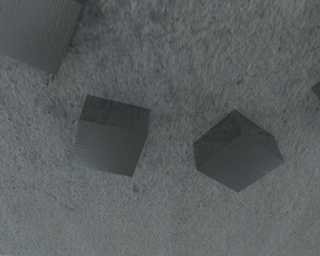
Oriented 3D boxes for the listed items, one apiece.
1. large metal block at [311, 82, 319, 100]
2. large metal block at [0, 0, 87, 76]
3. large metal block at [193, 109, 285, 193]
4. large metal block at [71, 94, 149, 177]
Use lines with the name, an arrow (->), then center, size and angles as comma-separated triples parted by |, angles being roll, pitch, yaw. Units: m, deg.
large metal block -> 0.244, -0.039, 0.361 | 0.080, 0.050, 0.080 | 31, 123, -24
large metal block -> -0.121, -0.109, 0.296 | 0.080, 0.050, 0.080 | 22, 127, -18
large metal block -> 0.104, 0.033, 0.421 | 0.080, 0.050, 0.080 | 31, 123, -24
large metal block -> -0.064, 0.012, 0.400 | 0.081, 0.050, 0.079 | 13, 129, -11
